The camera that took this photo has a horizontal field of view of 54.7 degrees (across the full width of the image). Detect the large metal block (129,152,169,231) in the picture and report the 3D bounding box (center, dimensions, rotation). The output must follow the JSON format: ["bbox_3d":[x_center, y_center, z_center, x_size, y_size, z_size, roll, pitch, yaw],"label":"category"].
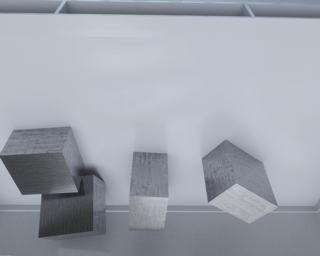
[{"bbox_3d":[-0.017,0.092,0.451,0.050,0.080,0.079,3,130,-3],"label":"large metal block"}]

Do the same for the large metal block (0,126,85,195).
[{"bbox_3d":[-0.158,0.046,0.431,0.080,0.050,0.080,-3,130,3],"label":"large metal block"}]

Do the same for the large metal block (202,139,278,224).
[{"bbox_3d":[0.110,0.076,0.438,0.080,0.080,0.050,31,124,-24],"label":"large metal block"}]

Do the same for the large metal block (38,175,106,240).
[{"bbox_3d":[-0.129,0.121,0.466,0.080,0.080,0.050,-9,154,8],"label":"large metal block"}]
